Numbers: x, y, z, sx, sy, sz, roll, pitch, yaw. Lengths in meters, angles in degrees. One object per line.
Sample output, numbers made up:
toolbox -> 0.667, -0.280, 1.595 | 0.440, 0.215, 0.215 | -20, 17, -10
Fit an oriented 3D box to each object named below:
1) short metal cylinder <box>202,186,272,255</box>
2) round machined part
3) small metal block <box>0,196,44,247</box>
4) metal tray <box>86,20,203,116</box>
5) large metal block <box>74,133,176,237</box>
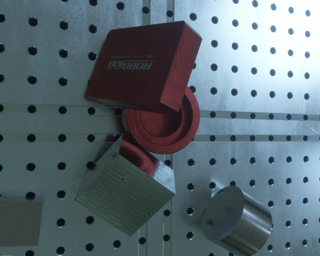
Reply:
short metal cylinder -> 0.103, 0.126, 0.421 | 0.050, 0.080, 0.080 | 34, 79, -17
round machined part -> -0.001, -0.016, 0.402 | 0.099, 0.042, 0.097 | 0, 89, -21
small metal block -> -0.163, 0.105, 0.353 | 0.050, 0.025, 0.050 | 7, 88, -20
metal tray -> -0.023, -0.067, 0.348 | 0.030, 0.130, 0.090 | 25, 81, -45
large metal block -> -0.039, 0.068, 0.367 | 0.080, 0.050, 0.080 | 38, 108, -16
